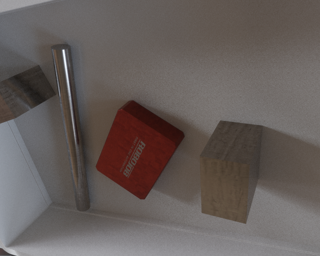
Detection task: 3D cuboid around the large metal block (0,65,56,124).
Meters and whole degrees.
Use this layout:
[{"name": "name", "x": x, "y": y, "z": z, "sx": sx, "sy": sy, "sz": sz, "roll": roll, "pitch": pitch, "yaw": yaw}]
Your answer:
[{"name": "large metal block", "x": -0.219, "y": -0.046, "z": 0.457, "sx": 0.080, "sy": 0.080, "sz": 0.050, "roll": -13, "pitch": 112, "yaw": 33}]

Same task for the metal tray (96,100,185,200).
[{"name": "metal tray", "x": -0.033, "y": 0.035, "z": 0.443, "sx": 0.090, "sy": 0.030, "sz": 0.129, "roll": 33, "pitch": 129, "yaw": 6}]

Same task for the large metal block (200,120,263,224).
[{"name": "large metal block", "x": 0.084, "y": 0.047, "z": 0.358, "sx": 0.050, "sy": 0.080, "sz": 0.079, "roll": 8, "pitch": 122, "yaw": 23}]

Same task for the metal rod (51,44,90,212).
[{"name": "metal rod", "x": -0.136, "y": 0.018, "z": 0.489, "sx": 0.025, "sy": 0.025, "sz": 0.298, "roll": 15, "pitch": 125, "yaw": 19}]
